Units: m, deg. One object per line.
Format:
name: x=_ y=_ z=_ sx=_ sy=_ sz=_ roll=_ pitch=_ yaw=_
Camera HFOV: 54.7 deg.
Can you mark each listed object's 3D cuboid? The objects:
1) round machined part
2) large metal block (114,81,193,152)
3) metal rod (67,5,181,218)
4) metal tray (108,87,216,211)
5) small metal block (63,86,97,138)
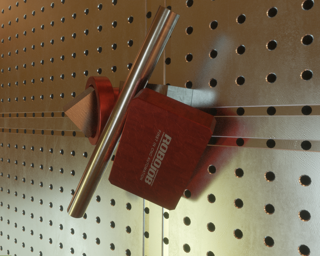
round machined part: x=-0.077 y=-0.024 z=0.442 sx=0.098 sy=0.042 sz=0.097 roll=177 pitch=90 yaw=-65
large metal block: x=-0.010 y=-0.016 z=0.399 sx=0.080 sy=0.050 sz=0.079 roll=12 pitch=97 yaw=39
metal rod: x=-0.054 y=-0.004 z=0.387 sx=0.025 sy=0.025 sz=0.298 roll=42 pitch=115 yaw=32
metal tray: x=-0.001 y=0.028 z=0.362 sx=0.090 sy=0.030 sz=0.129 roll=24 pitch=123 yaw=5
small metal block: x=-0.099 y=-0.023 z=0.436 sx=0.050 sy=0.050 sz=0.025 roll=-39 pitch=30 yaw=-5
